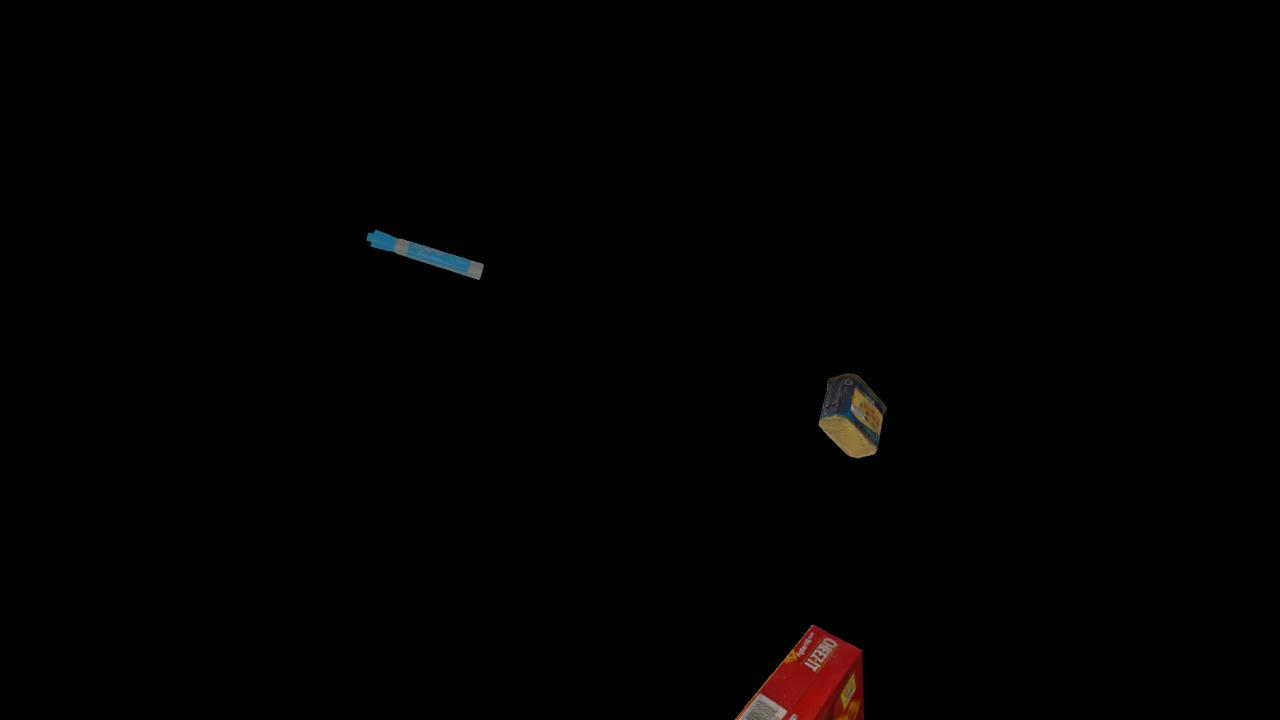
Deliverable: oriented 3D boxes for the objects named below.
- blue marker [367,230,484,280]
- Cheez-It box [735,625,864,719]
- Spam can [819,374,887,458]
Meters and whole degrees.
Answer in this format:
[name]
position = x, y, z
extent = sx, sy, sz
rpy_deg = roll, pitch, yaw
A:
[blue marker]
position = -0.231, -0.114, 0.664
extent = 0.121, 0.020, 0.020
rpy_deg = 16, -5, -19
[Cheez-It box]
position = 0.186, 0.442, 0.694
extent = 0.166, 0.223, 0.071
rpy_deg = -30, 31, -36
[Spam can]
position = 0.321, 0.085, 0.929
extent = 0.101, 0.085, 0.058
rpy_deg = 42, -39, -20
